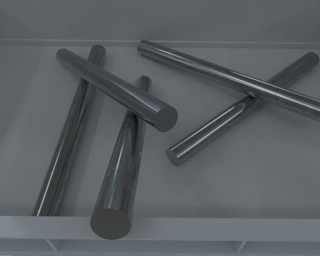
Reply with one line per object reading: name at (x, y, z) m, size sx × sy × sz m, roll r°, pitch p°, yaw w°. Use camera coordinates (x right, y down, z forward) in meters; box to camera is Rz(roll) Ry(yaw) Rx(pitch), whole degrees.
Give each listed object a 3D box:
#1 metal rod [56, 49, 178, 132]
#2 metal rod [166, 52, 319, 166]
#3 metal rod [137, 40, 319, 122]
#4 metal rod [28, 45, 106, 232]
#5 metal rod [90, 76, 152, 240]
metal rod at (-0.075, -0.062, 0.390) m, size 0.025 × 0.025 × 0.300 m, roll -28°, pitch 35°, yaw -22°
metal rod at (0.131, -0.038, 0.438) m, size 0.302 × 0.025 × 0.025 m, roll -33°, pitch 58°, yaw -25°
metal rod at (0.086, -0.076, 0.445) m, size 0.300 × 0.025 × 0.025 m, roll 27°, pitch 55°, yaw 30°
metal rod at (-0.112, -0.012, 0.413) m, size 0.025 × 0.025 × 0.300 m, roll 3°, pitch 50°, yaw 2°
metal rod at (-0.027, -0.003, 0.326) m, size 0.025 × 0.025 × 0.300 m, roll 1°, pitch 25°, yaw 1°
